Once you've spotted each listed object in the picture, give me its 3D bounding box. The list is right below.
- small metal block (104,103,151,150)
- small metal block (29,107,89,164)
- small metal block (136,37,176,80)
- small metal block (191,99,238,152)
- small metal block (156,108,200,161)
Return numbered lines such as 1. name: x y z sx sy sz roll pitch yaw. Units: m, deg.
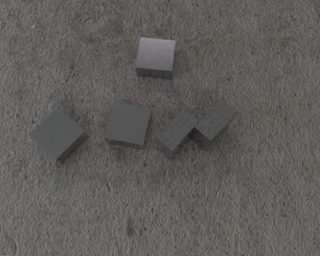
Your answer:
1. small metal block: -0.041 -0.002 0.408 0.050 0.025 0.050 11 70 4
2. small metal block: -0.130 0.010 0.403 0.050 0.025 0.050 39 74 13
3. small metal block: -0.006 -0.100 0.444 0.050 0.025 0.050 6 70 2
4. small metal block: 0.068 -0.002 0.396 0.025 0.050 0.050 42 75 13
5. small metal block: 0.022 0.010 0.391 0.025 0.050 0.050 39 75 13
